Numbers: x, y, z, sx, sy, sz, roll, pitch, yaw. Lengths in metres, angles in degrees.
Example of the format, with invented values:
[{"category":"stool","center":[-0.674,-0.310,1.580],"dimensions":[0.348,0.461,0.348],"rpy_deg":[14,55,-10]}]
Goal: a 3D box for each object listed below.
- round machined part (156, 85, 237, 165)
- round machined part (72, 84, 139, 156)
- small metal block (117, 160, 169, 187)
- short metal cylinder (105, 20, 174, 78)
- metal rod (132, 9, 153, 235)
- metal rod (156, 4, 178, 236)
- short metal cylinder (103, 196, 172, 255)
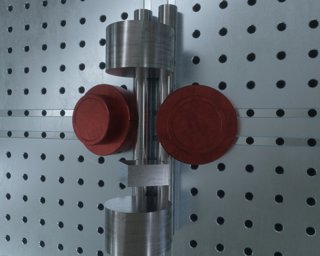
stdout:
[{"category":"round machined part","center":[0.044,-0.004,0.374],"dimensions":[0.099,0.042,0.097],"rpy_deg":[0,90,5]},{"category":"round machined part","center":[-0.080,-0.011,0.418],"dimensions":[0.098,0.042,0.097],"rpy_deg":[0,90,34]},{"category":"small metal block","center":[-0.022,0.055,0.382],"dimensions":[0.050,0.050,0.025],"rpy_deg":[1,90,-22]},{"category":"short metal cylinder","center":[-0.024,-0.090,0.368],"dimensions":[0.080,0.080,0.050],"rpy_deg":[1,91,20]},{"category":"metal rod","center":[-0.025,-0.008,0.420],"dimensions":[0.025,0.025,0.298],"rpy_deg":[1,90,20]},{"category":"metal rod","center":[0.009,-0.009,0.409],"dimensions":[0.025,0.025,0.298],"rpy_deg":[1,90,20]},{"category":"short metal cylinder","center":[-0.026,0.115,0.370],"dimensions":[0.080,0.080,0.050],"rpy_deg":[1,91,20]}]
